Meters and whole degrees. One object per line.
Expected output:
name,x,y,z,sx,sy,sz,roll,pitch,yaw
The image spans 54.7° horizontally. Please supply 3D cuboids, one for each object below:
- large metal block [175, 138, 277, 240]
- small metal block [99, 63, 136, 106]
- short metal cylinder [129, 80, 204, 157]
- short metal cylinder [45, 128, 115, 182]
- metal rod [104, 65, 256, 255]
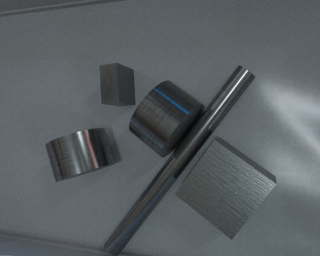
large metal block,0.079,0.068,0.369,0.080,0.050,0.080,37,102,16
small metal block,-0.056,-0.056,0.416,0.025,0.050,0.050,-4,89,20
short metal cylinder,0.008,-0.011,0.378,0.050,0.080,0.080,39,102,15
short metal cylinder,-0.106,0.036,0.417,0.080,0.080,0.050,-20,84,18
metal rod,0.019,0.050,0.403,0.025,0.025,0.299,39,102,15
